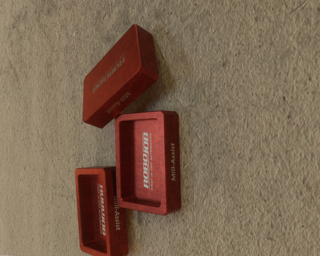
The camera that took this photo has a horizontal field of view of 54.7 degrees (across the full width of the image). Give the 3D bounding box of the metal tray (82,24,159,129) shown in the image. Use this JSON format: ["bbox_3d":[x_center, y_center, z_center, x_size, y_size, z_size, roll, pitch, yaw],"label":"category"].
[{"bbox_3d":[-0.060,-0.069,0.430,0.130,0.030,0.090,-37,46,34],"label":"metal tray"}]

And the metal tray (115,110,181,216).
[{"bbox_3d":[-0.018,0.044,0.416,0.090,0.030,0.129,-3,88,40],"label":"metal tray"}]

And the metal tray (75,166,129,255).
[{"bbox_3d":[-0.090,0.124,0.468,0.090,0.030,0.129,-9,84,47],"label":"metal tray"}]
